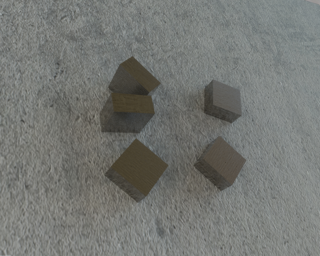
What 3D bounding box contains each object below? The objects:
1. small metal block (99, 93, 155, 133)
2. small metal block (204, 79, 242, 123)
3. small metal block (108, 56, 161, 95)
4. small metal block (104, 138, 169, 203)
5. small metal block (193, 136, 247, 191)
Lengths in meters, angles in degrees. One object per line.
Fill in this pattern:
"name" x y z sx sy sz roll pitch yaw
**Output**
"small metal block" -0.041 -0.017 0.376 0.050 0.050 0.025 2 61 -27
"small metal block" 0.097 -0.041 0.481 0.050 0.025 0.050 18 55 -18
"small metal block" -0.034 -0.055 0.403 0.050 0.050 0.025 44 51 2
"small metal block" -0.027 0.049 0.359 0.050 0.025 0.050 40 51 -1
"small metal block" 0.081 0.047 0.418 0.050 0.025 0.050 43 51 1
